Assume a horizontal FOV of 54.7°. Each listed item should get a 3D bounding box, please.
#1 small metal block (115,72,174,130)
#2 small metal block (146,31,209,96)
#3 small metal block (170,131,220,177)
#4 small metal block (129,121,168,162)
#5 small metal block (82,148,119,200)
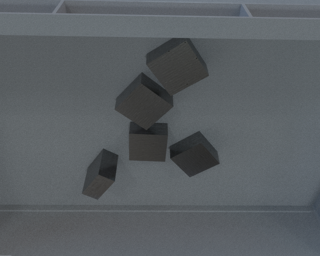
[{"bbox_3d":[-0.019,-0.032,0.382,0.050,0.025,0.050,34,122,-26],"label":"small metal block"},{"bbox_3d":[0.020,-0.071,0.349,0.050,0.025,0.050,-27,126,20],"label":"small metal block"},{"bbox_3d":[0.049,0.038,0.443,0.050,0.025,0.050,-29,125,22],"label":"small metal block"},{"bbox_3d":[-0.016,0.019,0.425,0.050,0.025,0.050,2,130,-3],"label":"small metal block"},{"bbox_3d":[-0.086,0.067,0.448,0.025,0.050,0.050,28,125,-22],"label":"small metal block"}]
